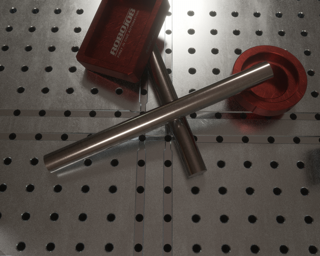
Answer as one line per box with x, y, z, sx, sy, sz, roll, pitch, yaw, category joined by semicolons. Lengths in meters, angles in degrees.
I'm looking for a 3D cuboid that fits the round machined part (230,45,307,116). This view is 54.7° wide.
0.145;-0.061;0.427;0.099;0.042;0.098;0;70;0;round machined part

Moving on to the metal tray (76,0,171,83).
-0.051;-0.137;0.437;0.090;0.030;0.130;19;81;18;metal tray

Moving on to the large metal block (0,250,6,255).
-0.214;0.168;0.335;0.080;0.050;0.080;35;73;11;large metal block

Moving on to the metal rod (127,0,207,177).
-0.001;-0.075;0.439;0.025;0.025;0.299;-18;71;-7;metal rod

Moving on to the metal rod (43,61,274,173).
-0.003;-0.013;0.391;0.301;0.025;0.025;-23;72;1;metal rod
